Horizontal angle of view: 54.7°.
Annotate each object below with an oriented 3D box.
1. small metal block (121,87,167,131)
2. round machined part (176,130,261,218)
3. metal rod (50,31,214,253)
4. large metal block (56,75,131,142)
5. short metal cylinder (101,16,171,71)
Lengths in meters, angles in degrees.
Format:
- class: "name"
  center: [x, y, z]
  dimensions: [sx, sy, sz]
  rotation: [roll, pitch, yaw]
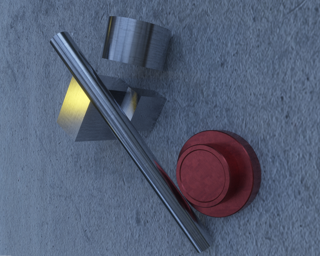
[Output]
- class: "small metal block"
  center: [-0.025, -0.024, 0.407]
  dimensions: [0.025, 0.050, 0.050]
  rotation: [38, 113, 33]
- class: "round machined part"
  center: [0.057, 0.051, 0.345]
  dimensions: [0.098, 0.042, 0.097]
  rotation: [0, 90, 39]
- class: "metal rod"
  center: [-0.034, 0.015, 0.366]
  dimensions: [0.025, 0.025, 0.299]
  rotation: [-36, 88, 34]
- class: "large metal block"
  center: [-0.087, -0.029, 0.438]
  dimensions: [0.050, 0.081, 0.079]
  rotation: [39, 114, 33]
- class: "short metal cylinder"
  center: [-0.030, -0.105, 0.392]
  dimensions: [0.080, 0.081, 0.050]
  rotation: [20, 103, 38]
